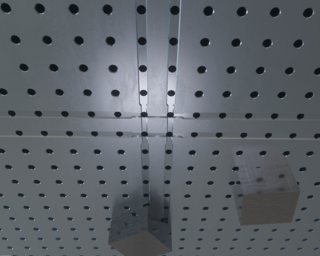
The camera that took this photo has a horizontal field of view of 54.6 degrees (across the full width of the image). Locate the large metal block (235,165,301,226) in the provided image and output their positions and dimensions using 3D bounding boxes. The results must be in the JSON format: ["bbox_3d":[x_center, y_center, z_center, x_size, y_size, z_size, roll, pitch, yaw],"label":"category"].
[{"bbox_3d":[0.164,0.107,0.487,0.080,0.050,0.080,-5,130,4],"label":"large metal block"}]

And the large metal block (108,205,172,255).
[{"bbox_3d":[-0.034,0.192,0.558,0.080,0.050,0.080,-25,126,19],"label":"large metal block"}]
